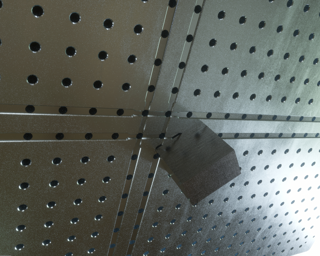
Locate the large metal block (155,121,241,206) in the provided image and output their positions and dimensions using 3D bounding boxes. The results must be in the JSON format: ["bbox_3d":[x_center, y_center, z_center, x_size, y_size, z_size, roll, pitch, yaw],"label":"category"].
[{"bbox_3d":[0.053,0.047,0.436,0.080,0.080,0.050,-32,129,-8],"label":"large metal block"}]
